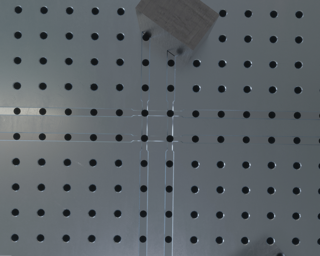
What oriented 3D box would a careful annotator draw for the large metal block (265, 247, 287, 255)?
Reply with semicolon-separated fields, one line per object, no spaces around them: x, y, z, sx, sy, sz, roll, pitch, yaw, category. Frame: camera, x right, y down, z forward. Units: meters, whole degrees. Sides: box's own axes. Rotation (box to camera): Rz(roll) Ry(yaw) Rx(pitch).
0.151;0.220;0.402;0.080;0.050;0.080;-32;90;0;large metal block

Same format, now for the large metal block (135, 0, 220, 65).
0.020;-0.130;0.386;0.080;0.080;0.050;36;90;0;large metal block
